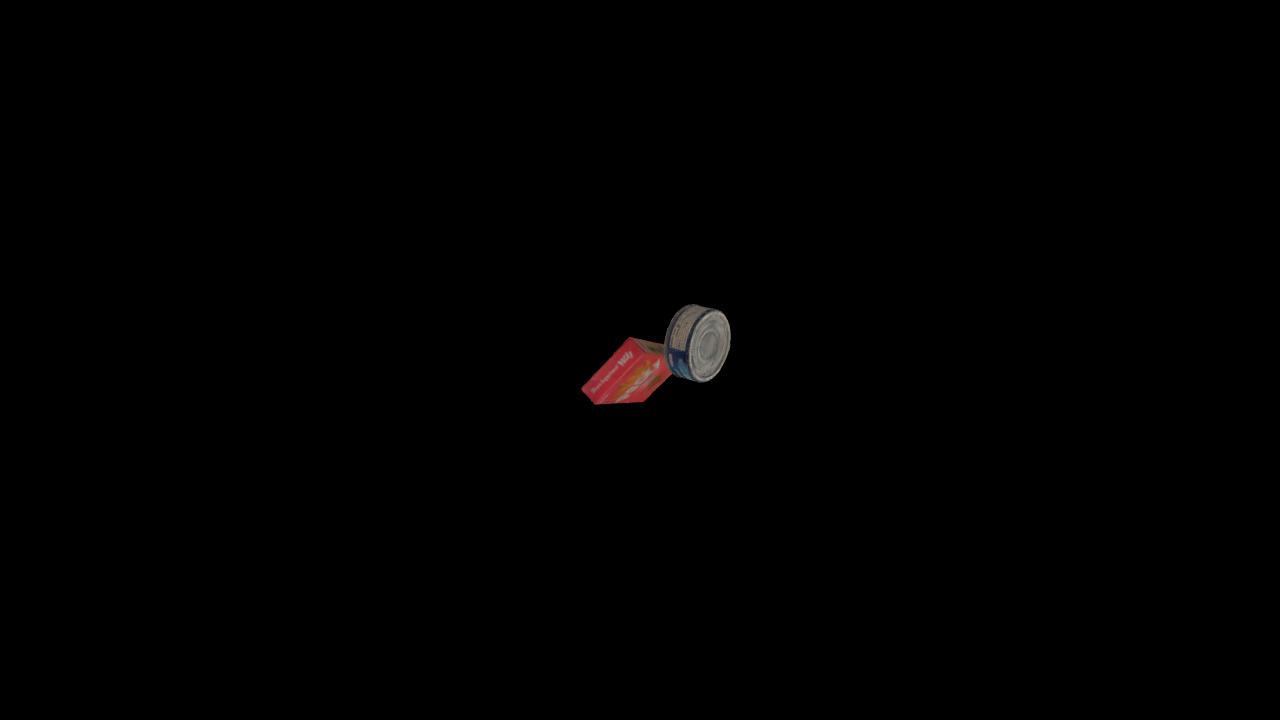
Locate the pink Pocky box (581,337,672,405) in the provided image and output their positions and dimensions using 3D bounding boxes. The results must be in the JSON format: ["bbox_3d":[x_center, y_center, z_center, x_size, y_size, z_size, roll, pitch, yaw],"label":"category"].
[{"bbox_3d":[-0.003,0.016,0.742,0.084,0.029,0.155,-46,-17,13],"label":"pink Pocky box"}]

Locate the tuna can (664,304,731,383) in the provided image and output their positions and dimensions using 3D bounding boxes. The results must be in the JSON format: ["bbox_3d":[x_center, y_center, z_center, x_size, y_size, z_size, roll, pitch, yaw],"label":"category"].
[{"bbox_3d":[0.065,-0.018,0.681,0.034,0.084,0.084,16,10,38],"label":"tuna can"}]
